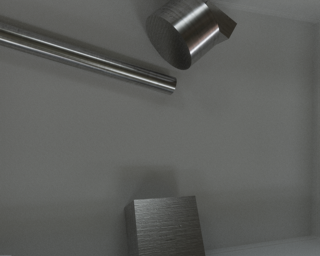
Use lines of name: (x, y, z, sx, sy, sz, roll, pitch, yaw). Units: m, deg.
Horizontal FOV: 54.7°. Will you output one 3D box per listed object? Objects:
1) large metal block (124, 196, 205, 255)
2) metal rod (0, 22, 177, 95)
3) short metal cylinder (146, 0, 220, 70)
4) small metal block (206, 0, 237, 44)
large metal block: (0.004, 0.132, 0.385, 0.081, 0.050, 0.080, 1, 66, -20)
metal rod: (-0.121, -0.091, 0.366, 0.302, 0.025, 0.025, 14, 85, -20)
short metal cylinder: (0.028, -0.121, 0.392, 0.050, 0.080, 0.080, -43, 104, -15)
small metal block: (0.067, -0.140, 0.423, 0.050, 0.050, 0.025, 32, 80, -18)
